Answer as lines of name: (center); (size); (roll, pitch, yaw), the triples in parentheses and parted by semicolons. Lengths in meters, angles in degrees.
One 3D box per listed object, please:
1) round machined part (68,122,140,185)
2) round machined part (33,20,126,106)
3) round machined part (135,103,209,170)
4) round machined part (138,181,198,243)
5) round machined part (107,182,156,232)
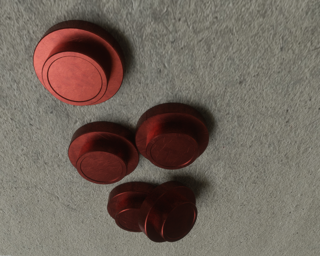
round machined part: (-0.078, 0.041, 0.430); (0.099, 0.042, 0.097); (0, 130, 0)
round machined part: (-0.089, -0.063, 0.341); (0.099, 0.042, 0.097); (0, 130, 0)
round machined part: (0.016, 0.018, 0.411); (0.099, 0.042, 0.097); (0, 130, 0)
round machined part: (0.019, 0.135, 0.477); (0.099, 0.042, 0.097); (-16, 118, -32)
round machined part: (-0.038, 0.136, 0.511); (0.099, 0.042, 0.097); (0, 130, 0)
